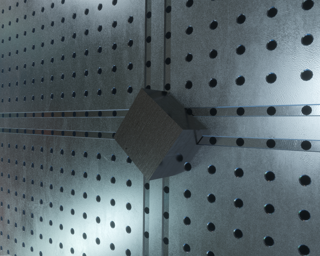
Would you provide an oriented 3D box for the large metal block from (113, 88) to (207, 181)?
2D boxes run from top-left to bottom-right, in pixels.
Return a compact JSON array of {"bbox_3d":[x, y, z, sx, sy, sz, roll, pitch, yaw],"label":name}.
[{"bbox_3d":[-0.002,0.007,0.393,0.080,0.050,0.080,47,118,29],"label":"large metal block"}]
